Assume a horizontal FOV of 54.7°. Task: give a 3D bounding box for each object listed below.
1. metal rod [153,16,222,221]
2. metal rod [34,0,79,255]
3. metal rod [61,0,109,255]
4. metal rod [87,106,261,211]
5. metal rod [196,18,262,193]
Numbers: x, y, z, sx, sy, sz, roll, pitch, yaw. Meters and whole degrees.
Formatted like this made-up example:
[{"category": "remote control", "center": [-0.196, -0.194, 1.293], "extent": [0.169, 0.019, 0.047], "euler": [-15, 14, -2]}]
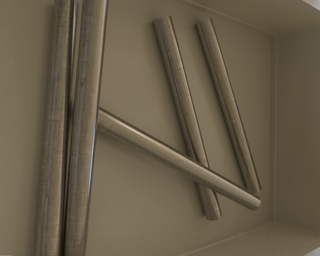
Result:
[{"category": "metal rod", "center": [0.043, -0.004, 0.441], "extent": [0.025, 0.025, 0.298], "euler": [-26, 107, -37]}, {"category": "metal rod", "center": [-0.106, 0.018, 0.317], "extent": [0.025, 0.025, 0.298], "euler": [6, 86, -40]}, {"category": "metal rod", "center": [-0.077, 0.006, 0.316], "extent": [0.025, 0.025, 0.298], "euler": [2, 96, -40]}, {"category": "metal rod", "center": [0.031, 0.048, 0.409], "extent": [0.301, 0.025, 0.025], "euler": [31, 71, -28]}, {"category": "metal rod", "center": [0.116, -0.025, 0.502], "extent": [0.025, 0.025, 0.299], "euler": [-33, 111, -35]}]
